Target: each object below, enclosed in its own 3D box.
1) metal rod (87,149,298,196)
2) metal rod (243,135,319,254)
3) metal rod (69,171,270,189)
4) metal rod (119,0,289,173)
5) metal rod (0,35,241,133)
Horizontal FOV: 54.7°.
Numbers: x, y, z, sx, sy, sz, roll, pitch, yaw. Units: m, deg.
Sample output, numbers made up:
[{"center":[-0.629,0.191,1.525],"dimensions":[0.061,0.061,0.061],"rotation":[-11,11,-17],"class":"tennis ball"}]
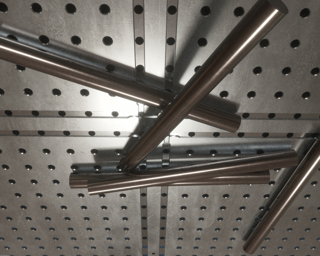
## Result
[{"center":[0.047,0.065,0.451],"dimensions":[0.302,0.025,0.025],"rotation":[-8,130,0],"class":"metal rod"},{"center":[0.205,0.129,0.525],"dimensions":[0.025,0.025,0.298],"rotation":[8,130,-7],"class":"metal rod"},{"center":[0.014,0.077,0.477],"dimensions":[0.302,0.025,0.025],"rotation":[-1,130,0],"class":"metal rod"},{"center":[0.022,-0.023,0.353],"dimensions":[0.025,0.025,0.298],"rotation":[23,139,-19],"class":"metal rod"},{"center":[-0.040,-0.047,0.370],"dimensions":[0.302,0.025,0.025],"rotation":[17,128,-15],"class":"metal rod"}]
